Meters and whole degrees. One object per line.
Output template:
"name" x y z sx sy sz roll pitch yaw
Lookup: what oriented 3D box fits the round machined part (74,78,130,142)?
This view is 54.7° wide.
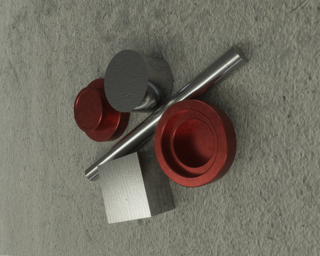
"round machined part" -0.095 -0.027 0.473 0.098 0.042 0.097 0 90 40

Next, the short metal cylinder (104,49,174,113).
"short metal cylinder" -0.029 -0.060 0.413 0.080 0.050 0.079 0 90 40

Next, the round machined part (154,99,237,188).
"round machined part" 0.044 0.017 0.359 0.098 0.042 0.097 0 90 40

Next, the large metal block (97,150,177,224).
"large metal block" -0.033 0.079 0.418 0.080 0.050 0.080 -22 76 38

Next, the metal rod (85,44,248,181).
"metal rod" -0.011 -0.003 0.417 0.299 0.025 0.025 -38 67 33
